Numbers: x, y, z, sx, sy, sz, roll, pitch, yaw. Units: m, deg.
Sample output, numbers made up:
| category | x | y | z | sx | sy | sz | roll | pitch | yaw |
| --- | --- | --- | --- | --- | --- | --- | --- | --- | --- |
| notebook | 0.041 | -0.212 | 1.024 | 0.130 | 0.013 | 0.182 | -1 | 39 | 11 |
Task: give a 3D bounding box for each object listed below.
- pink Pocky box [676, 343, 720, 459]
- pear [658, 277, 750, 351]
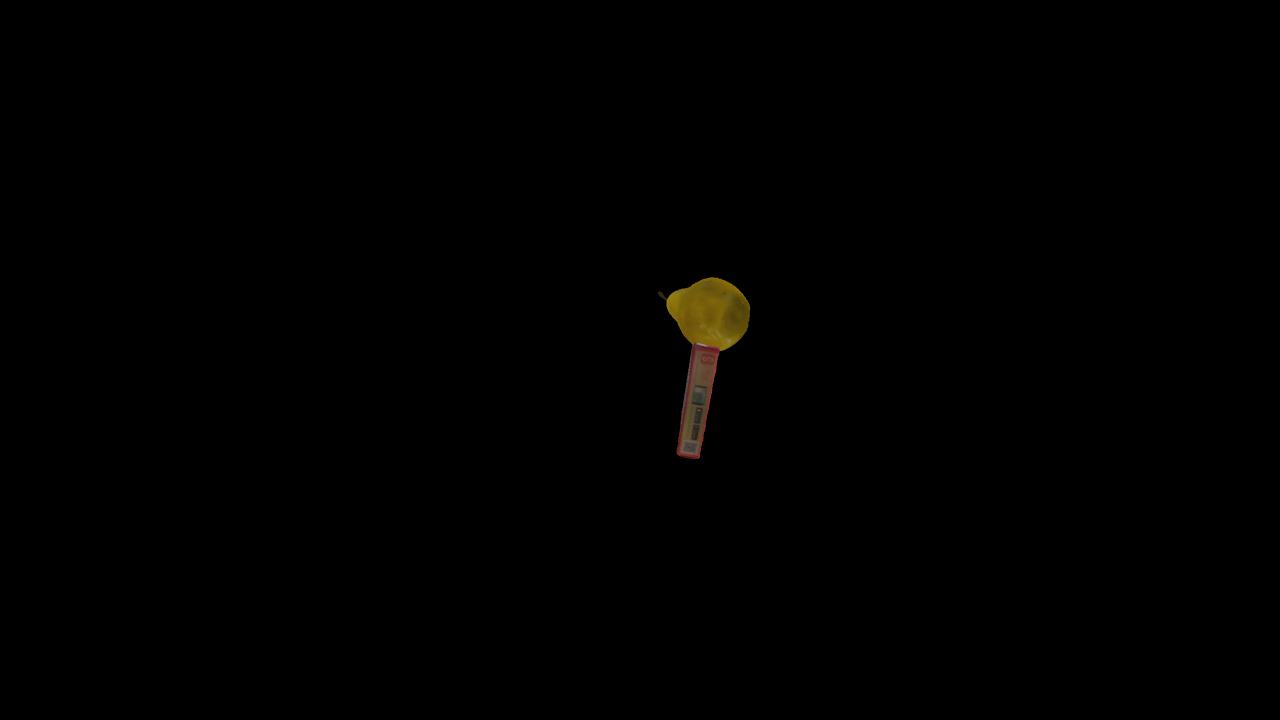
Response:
| category | x | y | z | sx | sy | sz | roll | pitch | yaw |
| --- | --- | --- | --- | --- | --- | --- | --- | --- | --- |
| pink Pocky box | 0.067 | 0.027 | 0.696 | 0.029 | 0.155 | 0.084 | 9 | 34 | 4 |
| pear | 0.061 | -0.050 | 0.656 | 0.080 | 0.080 | 0.111 | 0 | 9 | -36 |
